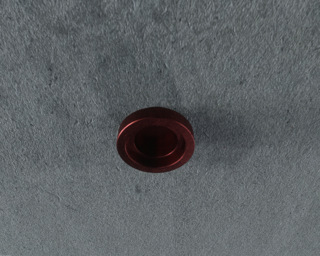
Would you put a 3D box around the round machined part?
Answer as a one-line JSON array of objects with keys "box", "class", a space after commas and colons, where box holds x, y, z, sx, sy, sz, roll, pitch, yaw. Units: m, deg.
[{"box": [-0.005, 0.011, 0.405, 0.099, 0.042, 0.097, 0, 130, 0], "class": "round machined part"}]
